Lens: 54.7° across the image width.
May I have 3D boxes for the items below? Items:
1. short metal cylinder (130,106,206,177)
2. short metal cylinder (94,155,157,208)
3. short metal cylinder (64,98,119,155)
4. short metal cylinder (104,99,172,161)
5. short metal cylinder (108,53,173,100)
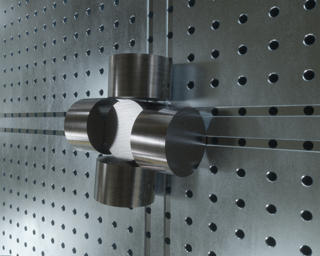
[{"bbox_3d":[0.012,0.014,0.364,0.050,0.081,0.079,5,93,39],"label":"short metal cylinder"},{"bbox_3d":[-0.045,0.068,0.409,0.080,0.081,0.050,8,95,39],"label":"short metal cylinder"},{"bbox_3d":[-0.089,-0.003,0.447,0.050,0.081,0.079,2,92,39],"label":"short metal cylinder"},{"bbox_3d":[-0.029,0.003,0.418,0.080,0.050,0.080,0,90,38],"label":"short metal cylinder"},{"bbox_3d":[-0.025,-0.062,0.394,0.080,0.081,0.050,4,92,40],"label":"short metal cylinder"}]
